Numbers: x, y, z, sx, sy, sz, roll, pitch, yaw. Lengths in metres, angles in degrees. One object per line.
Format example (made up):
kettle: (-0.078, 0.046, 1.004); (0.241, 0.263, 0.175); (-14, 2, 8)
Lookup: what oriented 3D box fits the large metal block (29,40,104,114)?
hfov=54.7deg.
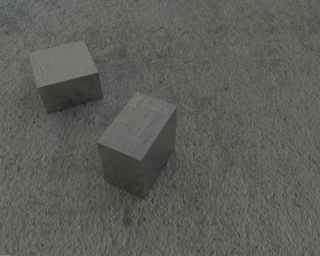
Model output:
large metal block: (-0.136, -0.075, 0.449); (0.081, 0.050, 0.080); (-18, 52, -15)

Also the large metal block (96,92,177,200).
large metal block: (-0.022, 0.020, 0.350); (0.050, 0.080, 0.080); (21, 53, 17)
